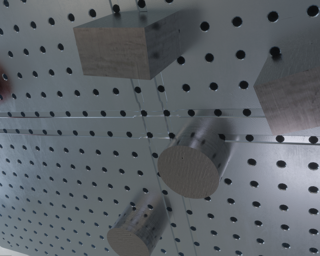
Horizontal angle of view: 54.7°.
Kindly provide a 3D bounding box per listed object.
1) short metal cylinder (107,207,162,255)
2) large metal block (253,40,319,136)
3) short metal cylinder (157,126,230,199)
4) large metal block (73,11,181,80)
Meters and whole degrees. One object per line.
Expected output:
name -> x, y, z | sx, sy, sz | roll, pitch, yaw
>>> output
short metal cylinder -> -0.043, 0.183, 0.531 | 0.080, 0.050, 0.079 | 13, 124, 21
large metal block -> 0.138, -0.042, 0.277 | 0.080, 0.080, 0.050 | -15, 110, 34
short metal cylinder -> 0.044, 0.044, 0.399 | 0.080, 0.050, 0.079 | 13, 124, 21
large metal block -> -0.031, -0.092, 0.335 | 0.080, 0.080, 0.050 | 8, 122, 24
